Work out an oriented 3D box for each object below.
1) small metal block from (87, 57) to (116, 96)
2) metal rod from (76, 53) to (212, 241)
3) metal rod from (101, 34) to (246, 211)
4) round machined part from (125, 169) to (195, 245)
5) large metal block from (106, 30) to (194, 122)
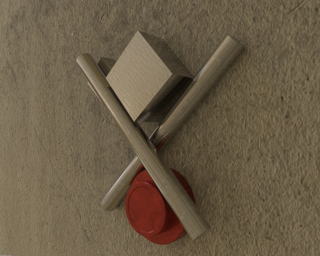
[{"bbox_3d":[-0.078,-0.071,0.470,0.050,0.025,0.050,50,119,28],"label":"small metal block"},{"bbox_3d":[-0.034,0.006,0.399,0.025,0.025,0.300,-51,61,28],"label":"metal rod"},{"bbox_3d":[0.002,0.010,0.405,0.025,0.025,0.298,52,120,27],"label":"metal rod"},{"bbox_3d":[-0.006,0.101,0.398,0.098,0.042,0.097,0,90,39],"label":"round machined part"},{"bbox_3d":[-0.014,-0.064,0.401,0.080,0.050,0.080,-49,61,28],"label":"large metal block"}]
